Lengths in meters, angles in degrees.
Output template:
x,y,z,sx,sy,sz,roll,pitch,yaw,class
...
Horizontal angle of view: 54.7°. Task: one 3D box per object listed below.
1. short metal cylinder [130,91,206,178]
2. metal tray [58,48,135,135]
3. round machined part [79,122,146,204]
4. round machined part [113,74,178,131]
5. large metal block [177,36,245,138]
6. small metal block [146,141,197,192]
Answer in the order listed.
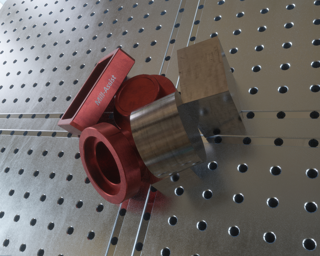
x,y,z,sx,sy,sz,roll,pitch,yaw,class
0.010,0.008,0.331,0.050,0.080,0.080,-23,53,15,short metal cylinder
-0.096,-0.052,0.462,0.090,0.030,0.130,-1,56,61,metal tray
-0.054,0.039,0.379,0.042,0.097,0.098,-23,39,-38,round machined part
-0.024,-0.036,0.432,0.098,0.042,0.098,-13,56,21,round machined part
0.061,-0.046,0.369,0.050,0.080,0.080,-15,55,19,large metal block
0.011,0.042,0.377,0.050,0.025,0.050,-26,53,12,small metal block
